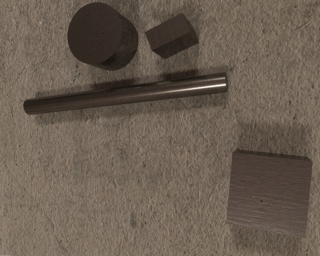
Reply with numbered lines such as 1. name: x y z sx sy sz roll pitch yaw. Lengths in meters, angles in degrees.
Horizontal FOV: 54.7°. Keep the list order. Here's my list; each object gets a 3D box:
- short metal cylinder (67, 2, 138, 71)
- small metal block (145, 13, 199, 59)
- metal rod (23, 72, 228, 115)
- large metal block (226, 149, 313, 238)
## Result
1. short metal cylinder: -0.077 -0.122 0.422 0.080 0.050 0.079 0 90 19
2. small metal block: 0.016 -0.114 0.389 0.050 0.050 0.025 -22 83 18
3. metal rod: -0.060 -0.044 0.428 0.301 0.025 0.025 -5 89 19
4. large metal block: 0.123 0.070 0.352 0.080 0.050 0.079 5 92 19
